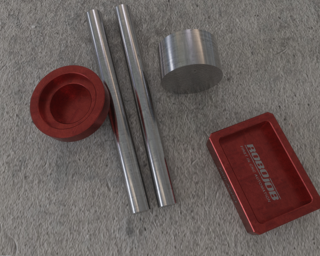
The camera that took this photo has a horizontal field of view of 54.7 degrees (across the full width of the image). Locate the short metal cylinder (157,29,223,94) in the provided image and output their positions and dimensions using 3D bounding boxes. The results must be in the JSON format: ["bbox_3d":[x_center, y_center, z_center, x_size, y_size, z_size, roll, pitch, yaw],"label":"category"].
[{"bbox_3d":[0.039,-0.085,0.410,0.081,0.080,0.050,-5,70,-2],"label":"short metal cylinder"}]

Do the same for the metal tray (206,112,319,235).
[{"bbox_3d":[0.126,0.054,0.386,0.091,0.030,0.130,-20,71,-8],"label":"metal tray"}]

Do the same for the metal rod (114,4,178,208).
[{"bbox_3d":[-0.024,-0.043,0.423,0.025,0.025,0.299,-12,70,-5],"label":"metal rod"}]

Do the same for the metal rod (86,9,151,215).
[{"bbox_3d":[-0.061,-0.035,0.420,0.025,0.025,0.299,-14,71,-5],"label":"metal rod"}]

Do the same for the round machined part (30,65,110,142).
[{"bbox_3d":[-0.112,-0.029,0.403,0.098,0.042,0.098,-3,72,9],"label":"round machined part"}]
